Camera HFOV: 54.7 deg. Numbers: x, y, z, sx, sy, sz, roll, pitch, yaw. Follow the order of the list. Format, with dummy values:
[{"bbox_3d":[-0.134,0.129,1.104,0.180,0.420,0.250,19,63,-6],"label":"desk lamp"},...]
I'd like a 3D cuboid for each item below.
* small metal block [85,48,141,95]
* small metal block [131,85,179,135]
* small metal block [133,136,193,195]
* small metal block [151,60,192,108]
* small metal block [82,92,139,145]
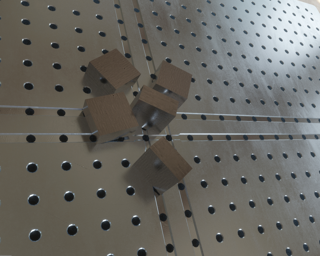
[{"bbox_3d":[-0.063,-0.074,0.420,0.050,0.025,0.050,46,51,4],"label":"small metal block"},{"bbox_3d":[-0.011,-0.022,0.401,0.050,0.050,0.025,25,53,-14],"label":"small metal block"},{"bbox_3d":[0.002,0.045,0.367,0.050,0.050,0.025,48,51,5],"label":"small metal block"},{"bbox_3d":[0.017,-0.065,0.459,0.050,0.025,0.050,25,53,-14],"label":"small metal block"},{"bbox_3d":[-0.061,-0.013,0.381,0.050,0.025,0.050,-16,70,-28],"label":"small metal block"}]
